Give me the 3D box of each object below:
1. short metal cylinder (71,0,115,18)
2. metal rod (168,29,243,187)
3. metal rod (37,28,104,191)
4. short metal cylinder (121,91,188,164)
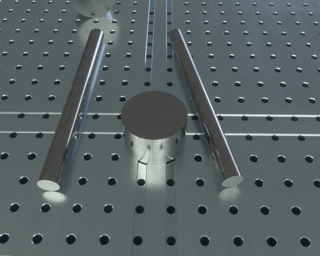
[{"bbox_3d":[-0.131,-0.260,0.589,0.081,0.080,0.050,-13,52,-11],"label":"short metal cylinder"},{"bbox_3d":[0.055,-0.051,0.450,0.025,0.025,0.300,-8,51,-7],"label":"metal rod"},{"bbox_3d":[-0.118,-0.049,0.447,0.025,0.025,0.300,2,50,2],"label":"metal rod"},{"bbox_3d":[-0.007,-0.001,0.392,0.081,0.050,0.080,0,50,0],"label":"short metal cylinder"}]
